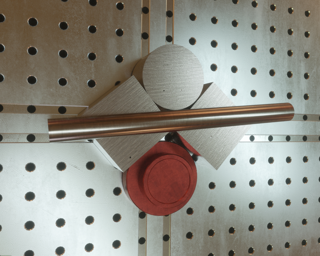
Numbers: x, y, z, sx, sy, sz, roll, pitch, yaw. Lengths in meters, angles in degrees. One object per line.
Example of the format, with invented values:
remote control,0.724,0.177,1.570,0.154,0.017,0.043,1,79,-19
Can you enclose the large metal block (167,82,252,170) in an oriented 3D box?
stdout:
large metal block,0.062,-0.003,0.416,0.080,0.050,0.080,44,77,-15

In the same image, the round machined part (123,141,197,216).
round machined part,0.005,0.065,0.401,0.099,0.042,0.097,0,90,-20

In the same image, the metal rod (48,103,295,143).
metal rod,0.029,-0.009,0.364,0.303,0.025,0.025,-5,92,-20

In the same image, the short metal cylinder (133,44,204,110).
short metal cylinder,0.009,-0.062,0.399,0.081,0.050,0.079,0,90,-20

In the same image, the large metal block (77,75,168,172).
large metal block,-0.045,-0.006,0.379,0.080,0.050,0.080,-41,105,-16
